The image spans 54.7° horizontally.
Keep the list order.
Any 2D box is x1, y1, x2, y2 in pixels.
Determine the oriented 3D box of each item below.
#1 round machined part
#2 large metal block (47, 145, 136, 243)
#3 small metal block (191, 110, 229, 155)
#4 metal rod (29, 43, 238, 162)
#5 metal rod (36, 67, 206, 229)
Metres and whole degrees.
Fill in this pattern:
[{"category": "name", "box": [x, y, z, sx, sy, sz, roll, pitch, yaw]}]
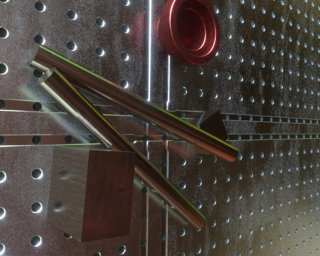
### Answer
[{"category": "round machined part", "box": [0.036, -0.134, 0.430, 0.099, 0.042, 0.097, 0, 90, -40]}, {"category": "large metal block", "box": [-0.072, 0.061, 0.315, 0.050, 0.080, 0.080, 7, 86, -40]}, {"category": "small metal block", "box": [0.074, 0.006, 0.474, 0.050, 0.025, 0.050, -35, 112, -35]}, {"category": "metal rod", "box": [-0.009, -0.017, 0.385, 0.302, 0.025, 0.025, 26, 74, -31]}, {"category": "metal rod", "box": [-0.026, 0.044, 0.378, 0.300, 0.025, 0.025, 48, 61, -33]}]
